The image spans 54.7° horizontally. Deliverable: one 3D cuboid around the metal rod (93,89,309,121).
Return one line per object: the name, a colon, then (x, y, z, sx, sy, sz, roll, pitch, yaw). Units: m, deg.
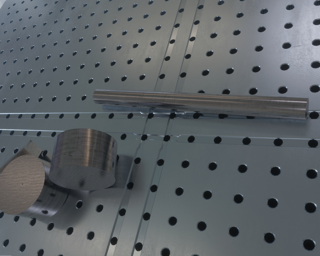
metal rod: (0.031, -0.035, 0.413, 0.300, 0.025, 0.025, 6, 65, 31)

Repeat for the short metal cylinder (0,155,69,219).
short metal cylinder: (-0.175, 0.082, 0.427, 0.080, 0.050, 0.080, -9, 64, 19)

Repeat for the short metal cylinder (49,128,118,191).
short metal cylinder: (-0.096, 0.043, 0.397, 0.080, 0.080, 0.050, -14, 56, 20)

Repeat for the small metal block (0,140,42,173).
small metal block: (-0.212, 0.049, 0.474, 0.050, 0.025, 0.050, -42, 16, -1)
